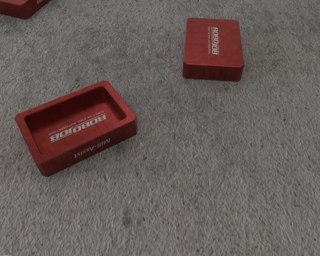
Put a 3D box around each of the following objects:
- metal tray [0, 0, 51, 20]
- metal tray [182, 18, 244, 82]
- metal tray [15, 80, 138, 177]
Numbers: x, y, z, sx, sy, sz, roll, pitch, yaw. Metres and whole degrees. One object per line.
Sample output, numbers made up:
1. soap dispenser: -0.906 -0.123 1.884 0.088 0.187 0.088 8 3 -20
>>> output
1. metal tray: -0.273 -0.273 0.628 0.090 0.030 0.130 16 52 13
2. metal tray: 0.086 -0.133 0.512 0.091 0.030 0.130 4 50 3
3. metal tray: -0.107 -0.005 0.402 0.131 0.030 0.090 -26 55 -20
